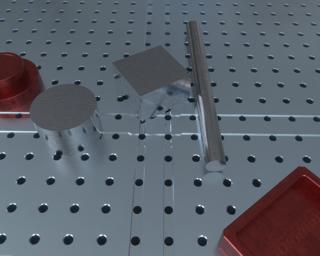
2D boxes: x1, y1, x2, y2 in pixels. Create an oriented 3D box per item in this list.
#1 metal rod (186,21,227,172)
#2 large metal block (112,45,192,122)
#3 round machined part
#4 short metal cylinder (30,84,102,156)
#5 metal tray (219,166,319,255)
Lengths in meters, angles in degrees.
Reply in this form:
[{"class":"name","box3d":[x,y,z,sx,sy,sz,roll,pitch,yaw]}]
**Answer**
[{"class":"metal rod","box3d":[0.063,-0.069,0.466,0.025,0.025,0.300,-1,50,-1]},{"class":"large metal block","box3d":[-0.012,-0.066,0.447,0.081,0.050,0.080,-25,55,-20]},{"class":"round machined part","box3d":[-0.231,-0.075,0.457,0.099,0.042,0.098,0,50,0]},{"class":"short metal cylinder","box3d":[-0.119,-0.011,0.399,0.081,0.050,0.080,0,50,0]},{"class":"metal tray","box3d":[0.138,0.108,0.315,0.131,0.030,0.090,-31,57,-24]}]
